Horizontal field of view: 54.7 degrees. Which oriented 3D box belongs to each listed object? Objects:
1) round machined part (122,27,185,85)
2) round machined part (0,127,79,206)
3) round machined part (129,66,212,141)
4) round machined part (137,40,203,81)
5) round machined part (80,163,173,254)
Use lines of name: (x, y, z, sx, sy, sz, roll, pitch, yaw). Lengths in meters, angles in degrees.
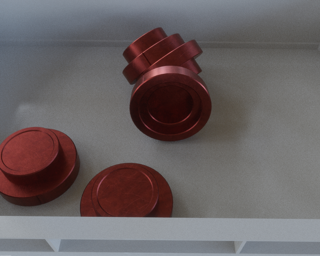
round machined part: (-0.014, -0.107, 0.444, 0.099, 0.098, 0.042, -36, 94, -27)
round machined part: (-0.147, 0.037, 0.361, 0.099, 0.042, 0.098, 0, 50, 0)
round machined part: (0.013, -0.034, 0.388, 0.099, 0.097, 0.042, 0, 36, -1)
round machined part: (0.020, -0.078, 0.436, 0.099, 0.098, 0.042, -36, 95, -27)
round machined part: (-0.035, 0.077, 0.329, 0.099, 0.042, 0.098, 0, 50, 0)
